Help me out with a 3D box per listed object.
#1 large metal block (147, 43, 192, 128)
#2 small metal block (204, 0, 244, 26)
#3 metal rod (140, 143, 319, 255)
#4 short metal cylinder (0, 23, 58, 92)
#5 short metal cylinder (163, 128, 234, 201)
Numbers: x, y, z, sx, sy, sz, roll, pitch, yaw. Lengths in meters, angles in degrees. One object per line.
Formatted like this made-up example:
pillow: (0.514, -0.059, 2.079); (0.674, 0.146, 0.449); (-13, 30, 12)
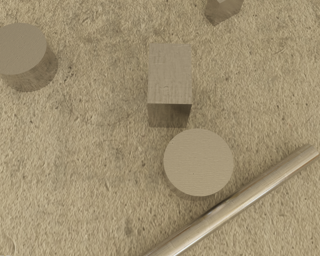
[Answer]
large metal block: (0.012, -0.051, 0.398); (0.050, 0.080, 0.080); (1, 70, 0)
small metal block: (0.098, -0.188, 0.465); (0.050, 0.050, 0.025); (-31, 73, -11)
metal rod: (0.068, 0.106, 0.370); (0.301, 0.025, 0.025); (-31, 73, -11)
short metal cylinder: (-0.189, -0.096, 0.428); (0.081, 0.050, 0.080); (0, 70, 0)
short metal cylinder: (0.044, 0.046, 0.379); (0.081, 0.050, 0.080); (0, 70, 0)
